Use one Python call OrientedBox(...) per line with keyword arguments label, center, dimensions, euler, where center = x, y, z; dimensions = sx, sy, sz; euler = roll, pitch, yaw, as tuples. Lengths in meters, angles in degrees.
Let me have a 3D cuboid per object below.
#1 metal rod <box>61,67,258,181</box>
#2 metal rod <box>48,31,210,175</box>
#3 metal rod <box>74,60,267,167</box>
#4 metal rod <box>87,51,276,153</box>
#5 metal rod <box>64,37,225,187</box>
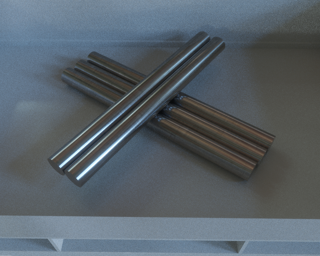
OrientedBox(label="metal rod", center=(-0.016, -0.014, 0.415), dimensions=(0.300, 0.025, 0.025), euler=(28, 55, 21))
OrientedBox(label="metal rod", center=(-0.022, -0.050, 0.412), dimensions=(0.025, 0.025, 0.301), euler=(30, 56, 23))
OrientedBox(label="metal rod", center=(0.000, -0.029, 0.427), dimensions=(0.300, 0.025, 0.025), euler=(28, 55, 21))
OrientedBox(label="metal rod", center=(0.015, -0.045, 0.441), dimensions=(0.300, 0.025, 0.025), euler=(28, 56, 21))
OrientedBox(label="metal rod", center=(-0.001, -0.038, 0.403), dimensions=(0.025, 0.025, 0.301), euler=(30, 56, 23))
